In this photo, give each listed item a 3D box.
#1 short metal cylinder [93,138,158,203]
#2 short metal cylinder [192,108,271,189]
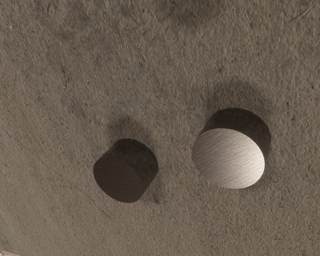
[{"bbox_3d":[-0.049,0.062,0.453,0.080,0.050,0.079,13,124,20],"label":"short metal cylinder"},{"bbox_3d":[0.084,0.023,0.360,0.080,0.050,0.079,13,124,20],"label":"short metal cylinder"}]
